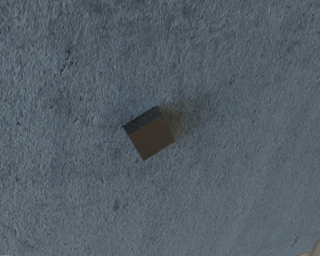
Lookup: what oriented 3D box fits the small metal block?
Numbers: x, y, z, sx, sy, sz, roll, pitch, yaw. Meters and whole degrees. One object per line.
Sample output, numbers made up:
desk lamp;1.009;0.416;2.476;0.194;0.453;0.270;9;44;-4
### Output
small metal block;-0.014;0.007;0.407;0.050;0.025;0.050;-32;129;-8
